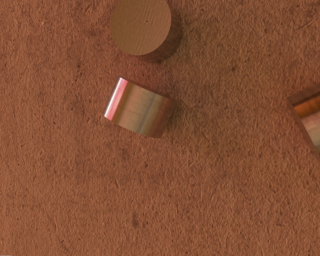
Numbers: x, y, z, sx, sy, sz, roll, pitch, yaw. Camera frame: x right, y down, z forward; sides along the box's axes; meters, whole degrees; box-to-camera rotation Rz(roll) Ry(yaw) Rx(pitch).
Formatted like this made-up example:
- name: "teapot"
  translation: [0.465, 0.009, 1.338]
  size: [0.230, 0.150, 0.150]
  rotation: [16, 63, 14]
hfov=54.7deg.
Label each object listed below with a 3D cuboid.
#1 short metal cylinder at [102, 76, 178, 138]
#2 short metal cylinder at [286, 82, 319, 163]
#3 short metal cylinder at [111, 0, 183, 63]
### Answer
- name: "short metal cylinder"
  translation: [-0.025, -0.027, 0.388]
  size: [0.080, 0.080, 0.050]
  rotation: [27, 99, 18]
- name: "short metal cylinder"
  translation: [0.173, -0.007, 0.319]
  size: [0.050, 0.080, 0.080]
  rotation: [-27, 81, 18]
- name: "short metal cylinder"
  translation: [-0.016, -0.129, 0.401]
  size: [0.080, 0.050, 0.080]
  rotation: [0, 90, 20]
